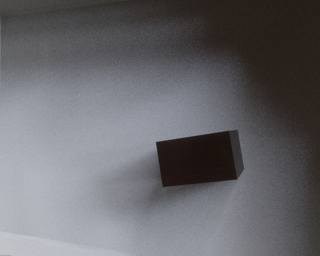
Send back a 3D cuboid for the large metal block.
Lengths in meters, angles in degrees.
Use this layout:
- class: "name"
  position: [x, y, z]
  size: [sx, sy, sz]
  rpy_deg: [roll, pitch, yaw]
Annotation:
- class: "large metal block"
  position: [0.050, 0.033, 0.364]
  size: [0.080, 0.080, 0.050]
  rpy_deg: [-10, 87, 20]
